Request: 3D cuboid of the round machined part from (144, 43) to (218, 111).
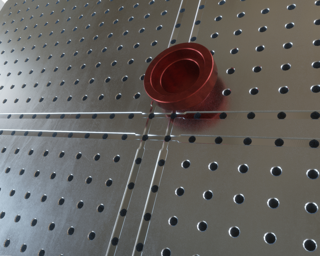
[{"bbox_3d":[0.031,-0.065,0.422,0.098,0.042,0.098,-13,56,21],"label":"round machined part"}]
